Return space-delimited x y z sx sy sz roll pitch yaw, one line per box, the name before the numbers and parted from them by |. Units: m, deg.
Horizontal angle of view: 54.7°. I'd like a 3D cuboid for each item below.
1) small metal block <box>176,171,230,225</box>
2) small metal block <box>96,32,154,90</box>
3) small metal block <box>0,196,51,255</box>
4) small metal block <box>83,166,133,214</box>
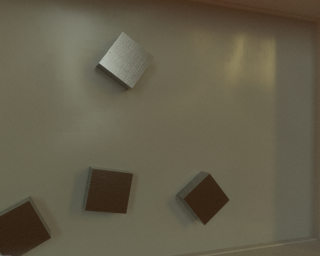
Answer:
small metal block | 0.060 0.097 0.433 0.050 0.025 0.050 -41 103 -15
small metal block | -0.044 -0.084 0.394 0.050 0.025 0.050 37 78 -16
small metal block | -0.160 0.114 0.352 0.050 0.025 0.050 -29 100 -18
small metal block | -0.065 0.077 0.387 0.050 0.025 0.050 11 87 -20
